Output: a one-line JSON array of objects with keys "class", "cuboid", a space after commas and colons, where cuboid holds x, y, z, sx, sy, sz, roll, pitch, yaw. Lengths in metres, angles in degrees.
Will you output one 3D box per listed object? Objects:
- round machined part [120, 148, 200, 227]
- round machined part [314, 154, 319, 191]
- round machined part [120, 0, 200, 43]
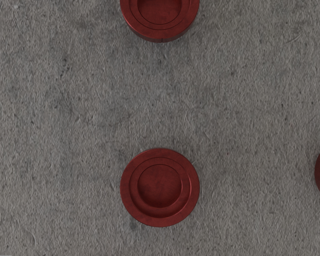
[{"class": "round machined part", "cuboid": [0.000, 0.074, 0.401, 0.099, 0.042, 0.097, 0, 90, 0]}, {"class": "round machined part", "cuboid": [0.250, 0.058, 0.403, 0.099, 0.042, 0.097, 0, 90, 0]}, {"class": "round machined part", "cuboid": [0.000, -0.158, 0.401, 0.099, 0.042, 0.097, 0, 90, 0]}]
